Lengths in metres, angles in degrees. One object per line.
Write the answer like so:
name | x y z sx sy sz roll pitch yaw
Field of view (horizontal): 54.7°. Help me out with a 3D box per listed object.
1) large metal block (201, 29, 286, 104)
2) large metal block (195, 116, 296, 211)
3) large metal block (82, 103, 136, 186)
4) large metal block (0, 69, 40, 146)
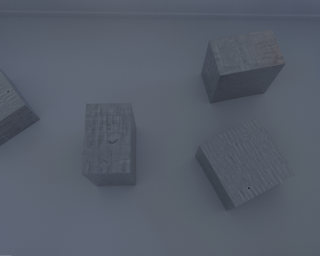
large metal block | 0.105 -0.078 0.410 0.081 0.080 0.050 -11 71 -4
large metal block | 0.100 0.045 0.381 0.080 0.050 0.080 -26 72 -9
large metal block | -0.057 0.023 0.371 0.050 0.080 0.080 -1 70 -1
large metal block | -0.222 -0.026 0.404 0.080 0.050 0.080 -37 74 -13
